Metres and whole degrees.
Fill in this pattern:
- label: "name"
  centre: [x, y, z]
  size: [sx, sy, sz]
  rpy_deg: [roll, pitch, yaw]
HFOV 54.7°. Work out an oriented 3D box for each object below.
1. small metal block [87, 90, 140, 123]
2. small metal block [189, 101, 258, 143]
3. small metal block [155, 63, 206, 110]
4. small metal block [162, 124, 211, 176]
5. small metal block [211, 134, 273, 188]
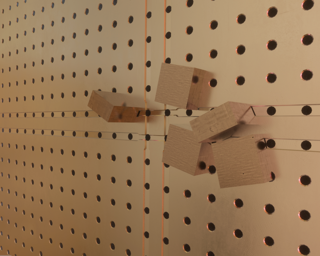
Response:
- label: "small metal block"
  centre: [-0.066, -0.031, 0.446]
  size: [0.050, 0.050, 0.025]
  rpy_deg: [36, 112, 34]
- label: "small metal block"
  centre: [0.069, -0.005, 0.335]
  size: [0.050, 0.050, 0.025]
  rpy_deg: [-29, 72, 36]
- label: "small metal block"
  centre: [0.024, -0.052, 0.388]
  size: [0.050, 0.025, 0.050]
  rpy_deg: [18, 101, 38]
- label: "small metal block"
  centre: [0.034, 0.025, 0.380]
  size: [0.050, 0.025, 0.050]
  rpy_deg: [19, 102, 38]
- label: "small metal block"
  centre: [0.088, 0.036, 0.335]
  size: [0.050, 0.025, 0.050]
  rpy_deg: [-17, 79, 38]
